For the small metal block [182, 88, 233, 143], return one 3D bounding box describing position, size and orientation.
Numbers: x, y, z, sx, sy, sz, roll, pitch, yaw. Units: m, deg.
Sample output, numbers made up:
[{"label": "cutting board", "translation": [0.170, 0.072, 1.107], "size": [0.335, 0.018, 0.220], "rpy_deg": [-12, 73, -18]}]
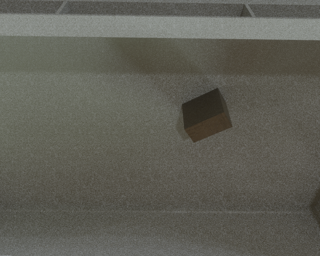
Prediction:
[{"label": "small metal block", "translation": [0.056, -0.016, 0.379], "size": [0.050, 0.050, 0.025], "rpy_deg": [-24, 126, 19]}]
